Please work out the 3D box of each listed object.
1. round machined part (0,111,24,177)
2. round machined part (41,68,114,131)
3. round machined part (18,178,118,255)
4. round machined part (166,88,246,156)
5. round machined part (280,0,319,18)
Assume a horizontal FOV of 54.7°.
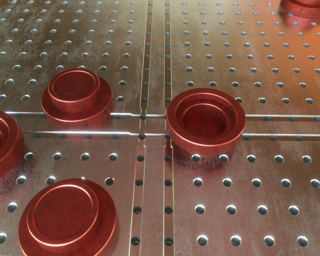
[{"bbox_3d":[-0.214,0.027,0.371,0.099,0.042,0.098,0,50,0],"label":"round machined part"},{"bbox_3d":[-0.116,-0.046,0.434,0.099,0.042,0.098,0,50,0],"label":"round machined part"},{"bbox_3d":[-0.095,0.094,0.317,0.099,0.042,0.098,0,50,0],"label":"round machined part"},{"bbox_3d":[0.057,-0.004,0.401,0.099,0.042,0.098,0,50,0],"label":"round machined part"},{"bbox_3d":[0.299,-0.267,0.625,0.099,0.042,0.098,0,50,0],"label":"round machined part"}]
